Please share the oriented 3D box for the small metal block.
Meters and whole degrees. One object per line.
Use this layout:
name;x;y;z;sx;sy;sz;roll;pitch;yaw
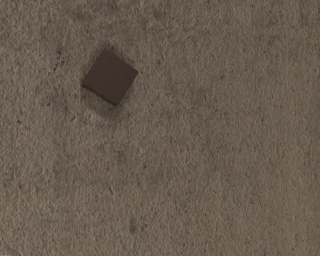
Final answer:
small metal block;-0.063;-0.062;0.386;0.050;0.025;0.050;33;79;-18
